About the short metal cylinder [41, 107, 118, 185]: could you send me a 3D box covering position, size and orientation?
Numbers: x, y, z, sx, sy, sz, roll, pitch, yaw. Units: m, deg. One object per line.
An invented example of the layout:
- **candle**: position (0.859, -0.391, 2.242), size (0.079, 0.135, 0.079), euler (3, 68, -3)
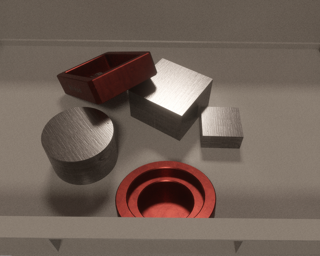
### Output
- **short metal cylinder**: position (-0.093, 0.021, 0.370), size (0.081, 0.050, 0.080), euler (0, 50, 0)

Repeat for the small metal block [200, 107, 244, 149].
- **small metal block**: position (0.079, -0.001, 0.407), size (0.050, 0.025, 0.050), euler (2, 50, 1)

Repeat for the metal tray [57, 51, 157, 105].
- **metal tray**: position (-0.076, -0.073, 0.422), size (0.091, 0.030, 0.130), euler (-32, 27, -24)

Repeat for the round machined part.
- **round machined part**: position (0.006, 0.082, 0.316), size (0.099, 0.042, 0.098), euler (-1, 37, 1)

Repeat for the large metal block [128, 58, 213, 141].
- **large metal block**: position (0.015, -0.041, 0.424), size (0.080, 0.050, 0.080), euler (27, 55, 20)
